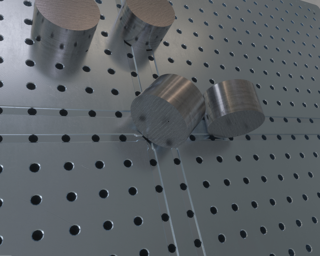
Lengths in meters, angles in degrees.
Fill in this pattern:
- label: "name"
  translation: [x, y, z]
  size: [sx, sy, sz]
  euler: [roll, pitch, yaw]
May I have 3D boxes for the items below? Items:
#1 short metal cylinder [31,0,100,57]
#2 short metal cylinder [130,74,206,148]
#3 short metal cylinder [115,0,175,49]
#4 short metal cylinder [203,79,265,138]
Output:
- label: "short metal cylinder"
  translation: [-0.126, -0.142, 0.411]
  size: [0.081, 0.050, 0.080]
  euler: [14, 56, -21]
- label: "short metal cylinder"
  translation: [0.010, -0.021, 0.391]
  size: [0.080, 0.080, 0.050]
  euler: [41, 51, 0]
- label: "short metal cylinder"
  translation: [-0.024, -0.170, 0.483]
  size: [0.081, 0.050, 0.080]
  euler: [14, 56, -21]
- label: "short metal cylinder"
  translation: [0.103, -0.026, 0.444]
  size: [0.081, 0.080, 0.050]
  euler: [6, 59, -25]
